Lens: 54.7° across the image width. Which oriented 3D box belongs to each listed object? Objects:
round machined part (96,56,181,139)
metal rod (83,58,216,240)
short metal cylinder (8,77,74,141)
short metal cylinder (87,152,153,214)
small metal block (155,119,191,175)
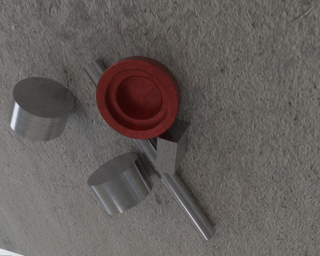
[{"bbox_3d":[-0.023,-0.039,0.374,0.098,0.042,0.097,5,116,10],"label":"round machined part"},{"bbox_3d":[-0.008,0.038,0.434,0.025,0.025,0.299,-24,106,36],"label":"metal rod"},{"bbox_3d":[-0.170,-0.028,0.444,0.080,0.080,0.050,37,129,3],"label":"short metal cylinder"},{"bbox_3d":[-0.057,0.079,0.450,0.080,0.080,0.050,-16,110,34],"label":"short metal cylinder"},{"bbox_3d":[0.017,0.023,0.396,0.025,0.050,0.050,15,125,17],"label":"small metal block"}]
